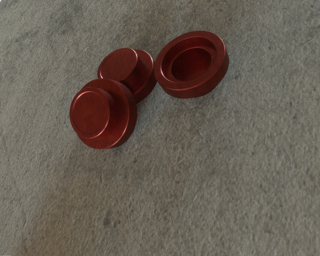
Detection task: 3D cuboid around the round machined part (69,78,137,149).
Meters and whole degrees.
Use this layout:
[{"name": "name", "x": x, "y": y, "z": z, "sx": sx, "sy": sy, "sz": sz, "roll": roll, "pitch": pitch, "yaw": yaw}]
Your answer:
[{"name": "round machined part", "x": -0.084, "y": -0.020, "z": 0.422, "sx": 0.098, "sy": 0.042, "sz": 0.097, "roll": -1, "pitch": 88, "yaw": 28}]

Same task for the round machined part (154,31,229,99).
[{"name": "round machined part", "x": 0.045, "y": -0.080, "z": 0.418, "sx": 0.098, "sy": 0.042, "sz": 0.098, "roll": -13, "pitch": 56, "yaw": 20}]

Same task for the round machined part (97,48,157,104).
[{"name": "round machined part", "x": -0.055, "y": -0.082, "z": 0.471, "sx": 0.098, "sy": 0.042, "sz": 0.098, "roll": -13, "pitch": 56, "yaw": 20}]
